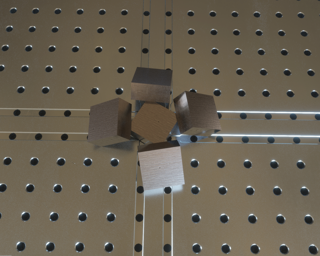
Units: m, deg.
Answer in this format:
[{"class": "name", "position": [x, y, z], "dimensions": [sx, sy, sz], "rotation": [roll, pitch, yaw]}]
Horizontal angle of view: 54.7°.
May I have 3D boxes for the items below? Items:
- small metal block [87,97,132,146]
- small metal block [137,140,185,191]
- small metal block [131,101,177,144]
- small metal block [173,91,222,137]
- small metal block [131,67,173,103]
[{"class": "small metal block", "position": [-0.065, -0.007, 0.401], "dimensions": [0.050, 0.025, 0.050], "rotation": [-13, 66, 32]}, {"class": "small metal block", "position": [0.001, 0.045, 0.382], "dimensions": [0.050, 0.025, 0.050], "rotation": [-8, 106, -4]}, {"class": "small metal block", "position": [-0.008, -0.004, 0.412], "dimensions": [0.050, 0.025, 0.050], "rotation": [30, 72, 10]}, {"class": "small metal block", "position": [0.049, -0.018, 0.406], "dimensions": [0.050, 0.025, 0.050], "rotation": [5, 65, -36]}, {"class": "small metal block", "position": [-0.010, -0.059, 0.420], "dimensions": [0.050, 0.025, 0.050], "rotation": [6, 34, 2]}]
